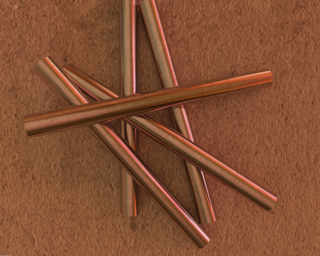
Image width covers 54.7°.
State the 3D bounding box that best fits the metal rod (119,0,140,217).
[{"bbox_3d":[-0.041,-0.036,0.409,0.025,0.025,0.298,-1,90,0],"label":"metal rod"}]

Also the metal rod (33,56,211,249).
[{"bbox_3d":[-0.040,0.037,0.382,0.025,0.025,0.300,-41,100,0],"label":"metal rod"}]

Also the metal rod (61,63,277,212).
[{"bbox_3d":[0.010,0.012,0.383,0.301,0.025,0.025,33,90,0],"label":"metal rod"}]

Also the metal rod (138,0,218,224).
[{"bbox_3d":[0.024,-0.021,0.409,0.025,0.025,0.298,-16,90,0],"label":"metal rod"}]

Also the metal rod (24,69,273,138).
[{"bbox_3d":[0.001,-0.034,0.369,0.302,0.025,0.025,-13,90,-17],"label":"metal rod"}]
